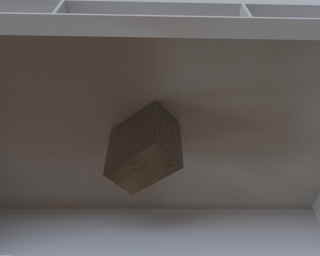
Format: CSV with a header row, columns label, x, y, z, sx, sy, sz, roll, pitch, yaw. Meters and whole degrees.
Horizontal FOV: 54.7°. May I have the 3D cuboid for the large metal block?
label,x,y,z,sx,sy,sz,roll,pitch,yaw
large metal block,-0.020,0.025,0.390,0.080,0.080,0.050,-32,123,24
